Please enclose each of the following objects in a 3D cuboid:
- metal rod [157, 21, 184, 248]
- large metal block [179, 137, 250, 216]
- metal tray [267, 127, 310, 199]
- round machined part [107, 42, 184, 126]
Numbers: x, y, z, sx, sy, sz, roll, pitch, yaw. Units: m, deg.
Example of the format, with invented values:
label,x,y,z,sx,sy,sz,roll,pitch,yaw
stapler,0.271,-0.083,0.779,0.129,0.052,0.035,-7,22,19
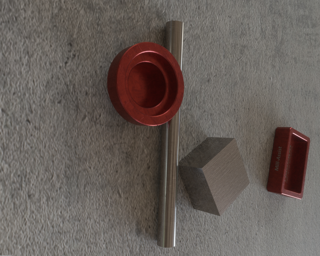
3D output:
label,x,y,z,sx,sy,sz,roll,pitch,yaw
metal rod,0.014,0.007,0.418,0.025,0.025,0.298,4,88,-40
large metal block,0.080,0.068,0.458,0.081,0.050,0.080,-36,112,-35
metal tray,0.261,0.071,0.624,0.091,0.030,0.129,21,77,-38
round machined part,-0.021,-0.051,0.376,0.099,0.042,0.097,0,90,-38
